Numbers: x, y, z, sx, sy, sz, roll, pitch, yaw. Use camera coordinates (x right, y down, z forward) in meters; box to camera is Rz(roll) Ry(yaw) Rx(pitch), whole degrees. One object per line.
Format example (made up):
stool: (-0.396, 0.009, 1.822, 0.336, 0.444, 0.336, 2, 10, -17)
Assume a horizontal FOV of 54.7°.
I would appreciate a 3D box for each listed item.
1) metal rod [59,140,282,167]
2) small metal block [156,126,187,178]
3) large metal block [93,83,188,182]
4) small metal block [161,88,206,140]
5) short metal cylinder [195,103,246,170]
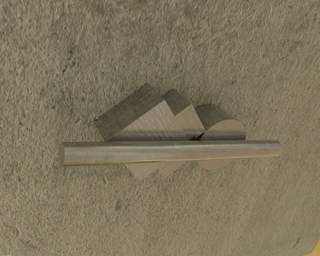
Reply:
metal rod: (0.036, 0.028, 0.378, 0.303, 0.025, 0.025, 1, 118, -29)
small metal block: (0.010, 0.031, 0.418, 0.050, 0.050, 0.025, -36, 130, -4)
large metal block: (-0.020, 0.006, 0.383, 0.080, 0.050, 0.080, -36, 129, -4)
small metal block: (0.027, -0.017, 0.397, 0.025, 0.050, 0.050, -37, 130, -4)
short metal cylinder: (0.073, 0.012, 0.438, 0.081, 0.050, 0.079, -14, 124, -21)
